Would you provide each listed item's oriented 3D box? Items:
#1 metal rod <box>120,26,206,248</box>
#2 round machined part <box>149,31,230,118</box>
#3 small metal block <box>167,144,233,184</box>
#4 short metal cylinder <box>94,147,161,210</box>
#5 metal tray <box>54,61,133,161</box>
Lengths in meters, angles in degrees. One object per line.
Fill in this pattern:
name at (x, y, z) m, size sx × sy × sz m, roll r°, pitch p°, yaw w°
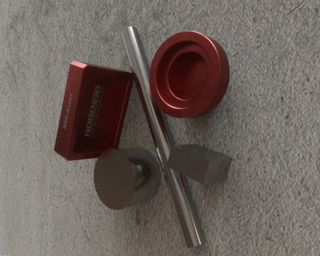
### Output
metal rod at (-0.001, 0.001, 0.406) m, size 0.025 × 0.025 × 0.299 m, roll -28°, pitch 73°, yaw 36°
round machined part at (0.037, -0.060, 0.363) m, size 0.098 × 0.042 × 0.097 m, roll 0°, pitch 90°, yaw 39°
small metal block at (0.045, 0.038, 0.348) m, size 0.050 × 0.050 × 0.025 m, roll 21°, pitch 104°, yaw 37°
short metal cylinder at (-0.045, 0.067, 0.425) m, size 0.080 × 0.050 × 0.079 m, roll 0°, pitch 90°, yaw 39°
metal tray at (-0.091, -0.022, 0.437) m, size 0.030 × 0.091 × 0.129 m, roll 23°, pitch 105°, yaw 37°
